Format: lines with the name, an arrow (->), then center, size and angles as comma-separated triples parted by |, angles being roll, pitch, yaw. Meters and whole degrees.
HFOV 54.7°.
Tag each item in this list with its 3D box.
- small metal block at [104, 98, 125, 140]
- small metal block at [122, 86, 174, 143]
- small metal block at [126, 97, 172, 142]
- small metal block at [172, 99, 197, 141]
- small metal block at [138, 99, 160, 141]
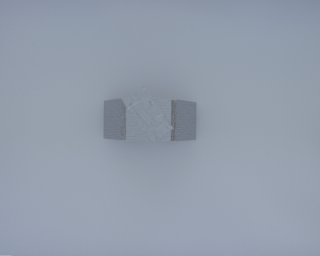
small metal block -> -0.050, -0.011, 0.394 | 0.025, 0.050, 0.050 | 1, 90, -34
small metal block -> -0.011, -0.013, 0.321 | 0.025, 0.050, 0.050 | -35, 90, 1
small metal block -> -0.013, -0.009, 0.359 | 0.050, 0.025, 0.050 | 1, 90, 0
small metal block -> 0.023, -0.009, 0.395 | 0.025, 0.050, 0.050 | 1, 90, 34
small metal block -> -0.013, -0.009, 0.397 | 0.025, 0.050, 0.050 | 1, 90, 0
